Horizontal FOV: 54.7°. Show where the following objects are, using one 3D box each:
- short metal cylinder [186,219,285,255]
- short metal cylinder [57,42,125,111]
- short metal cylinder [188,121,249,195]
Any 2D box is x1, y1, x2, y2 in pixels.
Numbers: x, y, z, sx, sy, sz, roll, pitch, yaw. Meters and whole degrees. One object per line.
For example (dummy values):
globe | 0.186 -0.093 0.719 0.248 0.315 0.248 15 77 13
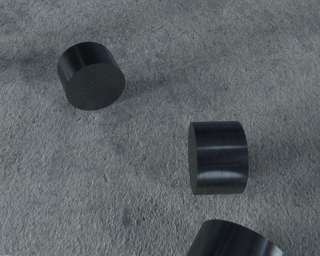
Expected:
short metal cylinder | 0.061 0.124 0.264 0.080 0.080 0.050 24 54 18
short metal cylinder | -0.094 -0.070 0.426 0.081 0.080 0.050 -19 53 -15
short metal cylinder | 0.060 0.032 0.340 0.050 0.080 0.080 -2 50 -1
